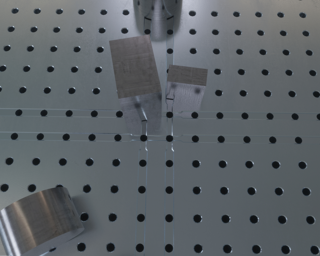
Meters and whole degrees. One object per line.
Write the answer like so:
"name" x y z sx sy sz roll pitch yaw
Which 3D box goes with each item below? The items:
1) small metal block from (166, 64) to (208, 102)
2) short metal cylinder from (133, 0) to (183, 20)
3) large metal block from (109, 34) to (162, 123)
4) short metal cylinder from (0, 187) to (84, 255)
"small metal block" 0.035 -0.059 0.420 0.050 0.050 0.025 8 70 2
"short metal cylinder" -0.004 -0.216 0.477 0.081 0.050 0.080 0 70 0
"large metal block" -0.030 -0.061 0.405 0.050 0.080 0.080 -10 71 -4
"short metal cylinder" -0.132 0.107 0.342 0.080 0.080 0.050 -27 73 -9
